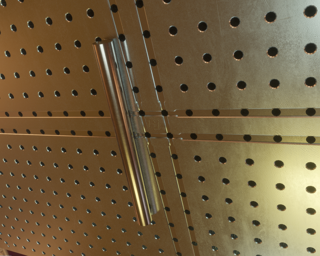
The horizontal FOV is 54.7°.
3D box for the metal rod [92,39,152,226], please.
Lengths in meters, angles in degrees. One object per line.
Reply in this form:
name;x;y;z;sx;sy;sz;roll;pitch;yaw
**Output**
metal rod;-0.048;0.025;0.449;0.025;0.025;0.298;4;121;25
